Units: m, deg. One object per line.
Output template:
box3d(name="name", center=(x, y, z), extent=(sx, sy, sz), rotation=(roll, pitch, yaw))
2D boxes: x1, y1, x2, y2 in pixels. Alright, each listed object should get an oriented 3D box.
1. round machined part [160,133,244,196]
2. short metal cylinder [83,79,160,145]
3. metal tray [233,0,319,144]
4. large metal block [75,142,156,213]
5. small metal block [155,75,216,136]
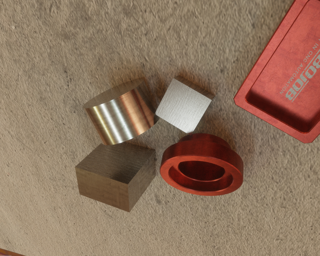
box3d(name="round machined part", center=(0.052, 0.042, 0.379), extent=(0.098, 0.042, 0.098), rotation=(8, 144, 6))
box3d(name="short metal cylinder", center=(-0.047, -0.021, 0.383), extent=(0.080, 0.080, 0.050), rotation=(-11, 113, 33))
box3d(name="metal tray", center=(0.141, -0.057, 0.293), extent=(0.090, 0.030, 0.129), rotation=(31, 128, 8))
box3d(name="large metal block", center=(-0.060, 0.063, 0.442), extent=(0.080, 0.080, 0.050), rotation=(14, 124, 20))
box3d(name="small metal block", center=(0.030, -0.027, 0.367), extent=(0.050, 0.025, 0.050), rotation=(31, 115, 8))
